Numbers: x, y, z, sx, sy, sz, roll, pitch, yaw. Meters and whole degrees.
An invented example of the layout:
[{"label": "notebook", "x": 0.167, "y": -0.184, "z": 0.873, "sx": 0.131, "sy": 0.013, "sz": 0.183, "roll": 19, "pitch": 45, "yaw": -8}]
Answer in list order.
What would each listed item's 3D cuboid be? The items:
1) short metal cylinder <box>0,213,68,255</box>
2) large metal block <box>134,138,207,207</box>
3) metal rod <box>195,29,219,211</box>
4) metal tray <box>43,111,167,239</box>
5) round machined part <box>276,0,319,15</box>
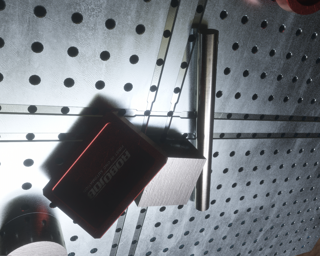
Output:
[{"label": "short metal cylinder", "x": -0.166, "y": 0.158, "z": 0.402, "sx": 0.081, "sy": 0.050, "sz": 0.079, "roll": -14, "pitch": 124, "yaw": -21}, {"label": "large metal block", "x": 0.007, "y": 0.062, "z": 0.437, "sx": 0.081, "sy": 0.050, "sz": 0.079, "roll": 6, "pitch": 115, "yaw": -31}, {"label": "metal rod", "x": 0.065, "y": 0.009, "z": 0.452, "sx": 0.025, "sy": 0.025, "sz": 0.298, "roll": -16, "pitch": 125, "yaw": -19}, {"label": "metal tray", "x": -0.065, "y": 0.055, "z": 0.373, "sx": 0.090, "sy": 0.030, "sz": 0.130, "roll": 40, "pitch": 97, "yaw": 1}, {"label": "round machined part", "x": 0.175, "y": -0.192, "z": 0.377, "sx": 0.099, "sy": 0.042, "sz": 0.097, "roll": -14, "pitch": 124, "yaw": -21}]
